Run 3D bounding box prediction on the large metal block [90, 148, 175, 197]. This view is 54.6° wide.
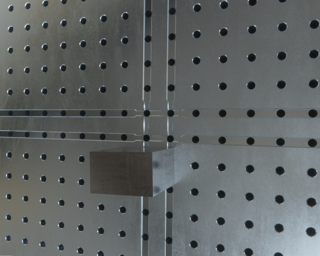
[{"bbox_3d":[-0.032,0.052,0.395,0.080,0.080,0.050,-1,90,20],"label":"large metal block"}]
